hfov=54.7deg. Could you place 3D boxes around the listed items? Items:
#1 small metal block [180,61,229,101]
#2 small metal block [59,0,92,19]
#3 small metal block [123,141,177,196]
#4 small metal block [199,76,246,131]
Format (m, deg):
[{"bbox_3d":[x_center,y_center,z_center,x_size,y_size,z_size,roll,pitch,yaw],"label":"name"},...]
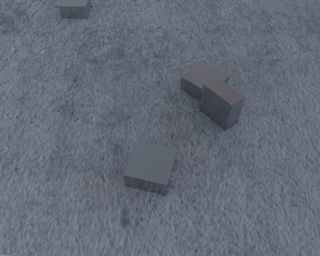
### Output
[{"bbox_3d":[0.066,-0.068,0.461,0.050,0.025,0.050,35,58,25],"label":"small metal block"},{"bbox_3d":[-0.163,-0.237,0.600,0.050,0.025,0.050,0,50,0],"label":"small metal block"},{"bbox_3d":[-0.010,0.047,0.364,0.050,0.025,0.050,11,51,9],"label":"small metal block"},{"bbox_3d":[0.082,-0.032,0.415,0.025,0.050,0.050,-32,57,-24],"label":"small metal block"}]
